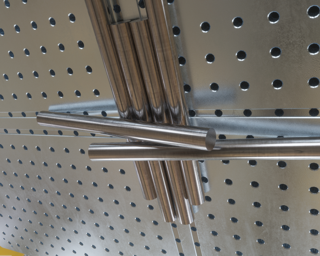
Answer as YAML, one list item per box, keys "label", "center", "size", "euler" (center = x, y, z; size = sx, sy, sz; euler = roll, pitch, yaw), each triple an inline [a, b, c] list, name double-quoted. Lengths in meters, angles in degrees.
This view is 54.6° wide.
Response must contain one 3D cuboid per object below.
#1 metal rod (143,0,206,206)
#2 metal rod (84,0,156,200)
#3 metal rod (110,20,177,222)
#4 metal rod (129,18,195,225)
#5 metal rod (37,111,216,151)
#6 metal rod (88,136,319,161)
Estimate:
- label: "metal rod"
  center: [0.021, -0.028, 0.382]
  size: [0.025, 0.025, 0.298]
  euler: [1, 119, 28]
- label: "metal rod"
  center: [-0.045, -0.027, 0.418]
  size: [0.025, 0.025, 0.298]
  euler: [1, 119, 28]
- label: "metal rod"
  center: [-0.015, 0.009, 0.424]
  size: [0.025, 0.025, 0.298]
  euler: [1, 119, 28]
- label: "metal rod"
  center: [0.009, 0.009, 0.414]
  size: [0.025, 0.025, 0.298]
  euler: [1, 119, 28]
- label: "metal rod"
  center: [-0.067, -0.002, 0.416]
  size: [0.300, 0.025, 0.025]
  euler: [7, 122, 35]
- label: "metal rod"
  center: [0.050, 0.027, 0.375]
  size: [0.301, 0.025, 0.025]
  euler: [-2, 118, 19]
